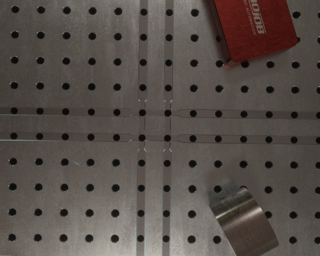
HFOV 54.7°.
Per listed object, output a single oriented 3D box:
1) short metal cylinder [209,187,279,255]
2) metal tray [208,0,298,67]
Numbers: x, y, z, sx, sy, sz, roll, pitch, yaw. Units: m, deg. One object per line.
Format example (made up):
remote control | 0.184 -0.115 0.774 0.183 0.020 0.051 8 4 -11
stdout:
short metal cylinder | 0.103 0.121 0.387 0.050 0.080 0.080 -28 90 0
metal tray | 0.118 -0.157 0.412 0.091 0.030 0.129 -16 90 -1
